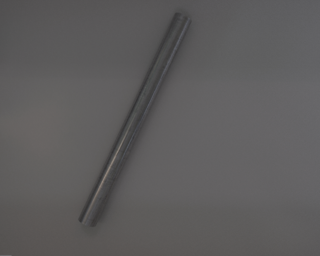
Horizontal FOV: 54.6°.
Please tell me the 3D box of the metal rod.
[{"bbox_3d":[-0.033,-0.011,0.411,0.025,0.025,0.299,25,90,0],"label":"metal rod"}]
